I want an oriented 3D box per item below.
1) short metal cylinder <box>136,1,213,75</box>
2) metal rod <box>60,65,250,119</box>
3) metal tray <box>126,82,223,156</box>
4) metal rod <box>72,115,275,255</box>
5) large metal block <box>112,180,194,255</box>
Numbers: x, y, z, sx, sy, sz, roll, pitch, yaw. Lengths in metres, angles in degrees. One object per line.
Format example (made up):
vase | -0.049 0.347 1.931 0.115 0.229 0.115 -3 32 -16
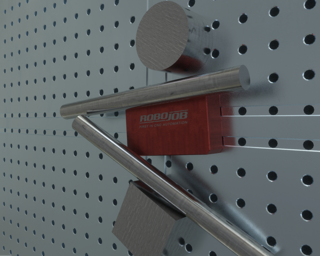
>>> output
short metal cylinder | 0.017 -0.107 0.379 0.080 0.050 0.079 0 90 40
metal rod | -0.033 -0.037 0.396 0.300 0.025 0.025 -6 86 39
metal tray | 0.012 -0.011 0.396 0.130 0.030 0.089 -5 87 39
metal rod | -0.003 0.066 0.382 0.300 0.025 0.025 33 111 25
large metal block | -0.007 0.121 0.399 0.080 0.050 0.079 33 110 35
